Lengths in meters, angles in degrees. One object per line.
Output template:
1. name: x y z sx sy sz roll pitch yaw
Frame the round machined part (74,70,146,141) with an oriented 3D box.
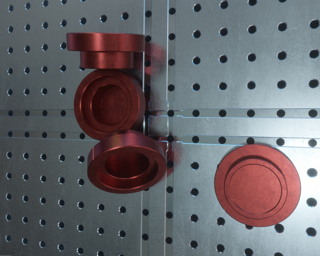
1. round machined part: -0.065 -0.031 0.427 0.098 0.042 0.097 0 90 20

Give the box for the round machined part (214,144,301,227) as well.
1. round machined part: 0.112 0.068 0.364 0.098 0.042 0.097 0 90 20

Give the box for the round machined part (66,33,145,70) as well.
1. round machined part: -0.069 -0.099 0.400 0.098 0.098 0.042 6 106 20

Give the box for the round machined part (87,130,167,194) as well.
1. round machined part: -0.043 0.040 0.400 0.098 0.098 0.042 -30 43 17
